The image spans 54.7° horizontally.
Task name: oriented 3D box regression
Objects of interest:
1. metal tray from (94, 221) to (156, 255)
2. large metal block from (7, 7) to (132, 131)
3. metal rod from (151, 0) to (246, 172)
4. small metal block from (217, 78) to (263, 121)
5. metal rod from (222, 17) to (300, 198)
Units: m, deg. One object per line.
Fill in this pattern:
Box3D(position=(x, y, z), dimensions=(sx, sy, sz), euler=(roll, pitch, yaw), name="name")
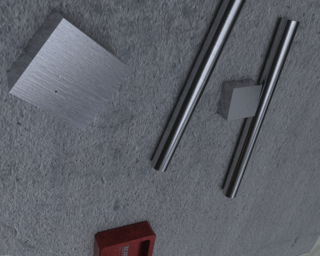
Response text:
Box3D(position=(-0.061, 0.218, 0.506), dimensions=(0.091, 0.030, 0.129), euler=(-6, 121, -26), name="metal tray")
Box3D(position=(-0.090, -0.056, 0.307), dimensions=(0.080, 0.050, 0.080), euler=(33, 100, -39), name="large metal block")
Box3D(position=(0.055, -0.074, 0.392), dimensions=(0.025, 0.025, 0.298), euler=(10, 113, -33), name="metal rod")
Box3D(position=(0.114, -0.041, 0.446), dimensions=(0.050, 0.025, 0.050), euler=(-10, 123, -24), name="small metal block")
Box3D(position=(0.149, -0.015, 0.481), dimensions=(0.025, 0.025, 0.298), euler=(-3, 120, -27), name="metal rod")
